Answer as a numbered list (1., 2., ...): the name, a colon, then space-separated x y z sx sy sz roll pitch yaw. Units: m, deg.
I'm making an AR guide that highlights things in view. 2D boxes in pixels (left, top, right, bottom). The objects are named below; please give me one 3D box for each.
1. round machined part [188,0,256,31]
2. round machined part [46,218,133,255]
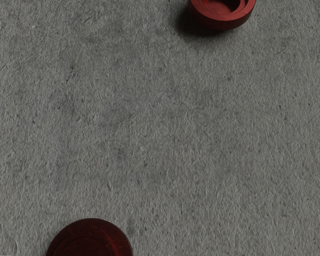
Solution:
1. round machined part: 0.090 -0.187 0.468 0.099 0.042 0.098 0 70 0
2. round machined part: -0.080 0.150 0.343 0.099 0.042 0.098 0 70 0
